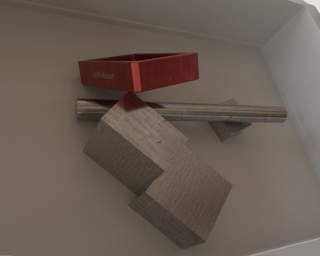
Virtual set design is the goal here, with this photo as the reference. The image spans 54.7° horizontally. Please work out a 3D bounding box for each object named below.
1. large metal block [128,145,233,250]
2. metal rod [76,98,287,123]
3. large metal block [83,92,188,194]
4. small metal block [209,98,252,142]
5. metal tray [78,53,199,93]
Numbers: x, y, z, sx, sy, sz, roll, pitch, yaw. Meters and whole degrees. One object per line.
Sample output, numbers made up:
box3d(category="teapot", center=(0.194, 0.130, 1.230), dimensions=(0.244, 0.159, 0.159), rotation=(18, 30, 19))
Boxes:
box3d(category="large metal block", center=(0.025, 0.078, 0.357), dimensions=(0.080, 0.050, 0.080), rotation=(40, 51, -2))
box3d(category="metal rod", center=(0.043, -0.021, 0.419), dimensions=(0.303, 0.025, 0.025), rotation=(1, 61, -20))
box3d(category="large metal block", center=(-0.030, 0.019, 0.343), dimensions=(0.080, 0.080, 0.050), rotation=(40, 52, -2))
box3d(category="small metal block", center=(0.103, -0.013, 0.471), dimensions=(0.050, 0.025, 0.050), rotation=(-22, 74, -36))
box3d(category="metal tray", center=(-0.029, -0.070, 0.373), dimensions=(0.091, 0.130, 0.030), rotation=(-18, 111, -35))
